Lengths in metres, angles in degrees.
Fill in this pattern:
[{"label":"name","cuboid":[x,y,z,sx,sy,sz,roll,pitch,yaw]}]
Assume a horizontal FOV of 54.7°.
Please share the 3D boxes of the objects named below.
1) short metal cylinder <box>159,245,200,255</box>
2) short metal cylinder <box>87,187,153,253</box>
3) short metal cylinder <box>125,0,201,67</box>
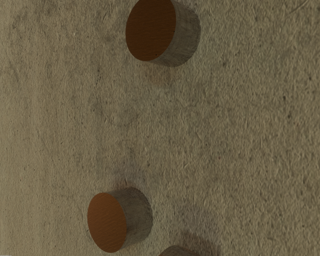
[{"label":"short metal cylinder","cuboid":[0.025,0.181,0.348,0.050,0.081,0.079,12,98,39]},{"label":"short metal cylinder","cuboid":[-0.057,0.127,0.436,0.080,0.050,0.080,0,90,40]},{"label":"short metal cylinder","cuboid":[0.003,-0.119,0.386,0.080,0.050,0.080,0,90,40]}]
